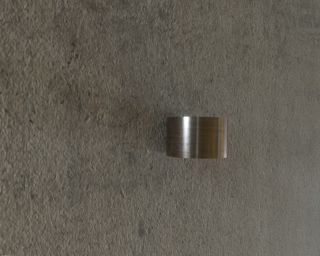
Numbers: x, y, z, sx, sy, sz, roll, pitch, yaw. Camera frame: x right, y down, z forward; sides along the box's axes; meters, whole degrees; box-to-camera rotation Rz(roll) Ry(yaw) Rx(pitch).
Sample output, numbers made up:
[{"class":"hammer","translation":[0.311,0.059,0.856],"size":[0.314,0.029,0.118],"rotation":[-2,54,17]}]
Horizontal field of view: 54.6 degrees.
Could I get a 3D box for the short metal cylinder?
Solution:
[{"class":"short metal cylinder","translation":[0.049,0.012,0.409],"size":[0.081,0.080,0.050],"rotation":[1,90,-40]}]
